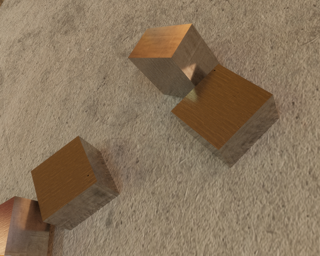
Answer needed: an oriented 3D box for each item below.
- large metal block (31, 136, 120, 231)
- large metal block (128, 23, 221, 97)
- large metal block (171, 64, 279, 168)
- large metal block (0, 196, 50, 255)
[{"bbox_3d":[-0.111,0.071,0.403,0.080,0.050,0.080,-37,51,3],"label":"large metal block"},{"bbox_3d":[0.021,-0.084,0.399,0.080,0.080,0.050,13,68,47],"label":"large metal block"},{"bbox_3d":[0.075,-0.015,0.358,0.080,0.050,0.080,-45,51,-3],"label":"large metal block"},{"bbox_3d":[-0.183,0.140,0.385,0.080,0.050,0.080,-29,50,31],"label":"large metal block"}]
